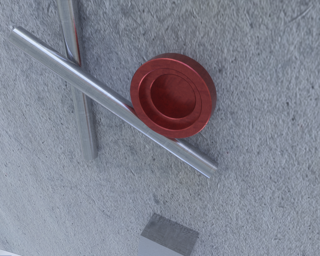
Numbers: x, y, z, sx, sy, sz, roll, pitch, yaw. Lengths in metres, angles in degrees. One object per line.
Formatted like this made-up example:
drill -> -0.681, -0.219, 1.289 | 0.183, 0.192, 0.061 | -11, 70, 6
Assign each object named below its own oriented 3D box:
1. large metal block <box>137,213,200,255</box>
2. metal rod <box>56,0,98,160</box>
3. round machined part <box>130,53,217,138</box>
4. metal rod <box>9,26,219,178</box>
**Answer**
large metal block -> 0.012, 0.198, 0.505 | 0.080, 0.050, 0.079 | 20, 126, 16
metal rod -> -0.111, -0.083, 0.411 | 0.025, 0.025, 0.298 | 13, 124, 21
round machined part -> 0.018, -0.040, 0.360 | 0.098, 0.042, 0.097 | 13, 124, 20
metal rod -> -0.054, -0.030, 0.393 | 0.301, 0.025, 0.025 | 35, 129, -4
